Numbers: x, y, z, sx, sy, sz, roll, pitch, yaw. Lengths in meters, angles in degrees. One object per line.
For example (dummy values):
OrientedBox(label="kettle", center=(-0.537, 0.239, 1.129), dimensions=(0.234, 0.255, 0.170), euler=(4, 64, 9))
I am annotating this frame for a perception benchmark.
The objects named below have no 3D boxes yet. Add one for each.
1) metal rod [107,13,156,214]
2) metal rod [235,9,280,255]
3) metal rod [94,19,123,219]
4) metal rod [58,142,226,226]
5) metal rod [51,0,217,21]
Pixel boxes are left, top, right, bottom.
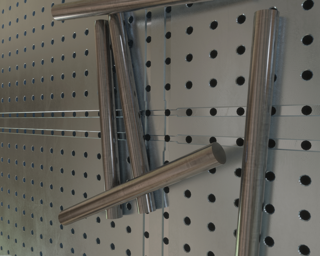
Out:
OrientedBox(label="metal rod", center=(-0.043, -0.032, 0.442), dimensions=(0.025, 0.025, 0.298), euler=(-16, 80, 38))
OrientedBox(label="metal rod", center=(0.100, 0.031, 0.325), dimensions=(0.025, 0.025, 0.298), euler=(6, 94, 39))
OrientedBox(label="metal rod", center=(-0.079, -0.015, 0.471), dimensions=(0.025, 0.025, 0.298), euler=(-7, 85, 39))
OrientedBox(label="metal rod", center=(-0.045, 0.085, 0.410), dimensions=(0.299, 0.025, 0.025), euler=(-29, 72, 35))
OrientedBox(label="metal rod", center=(-0.034, -0.169, 0.411), dimensions=(0.300, 0.025, 0.025), euler=(6, 94, 32))
